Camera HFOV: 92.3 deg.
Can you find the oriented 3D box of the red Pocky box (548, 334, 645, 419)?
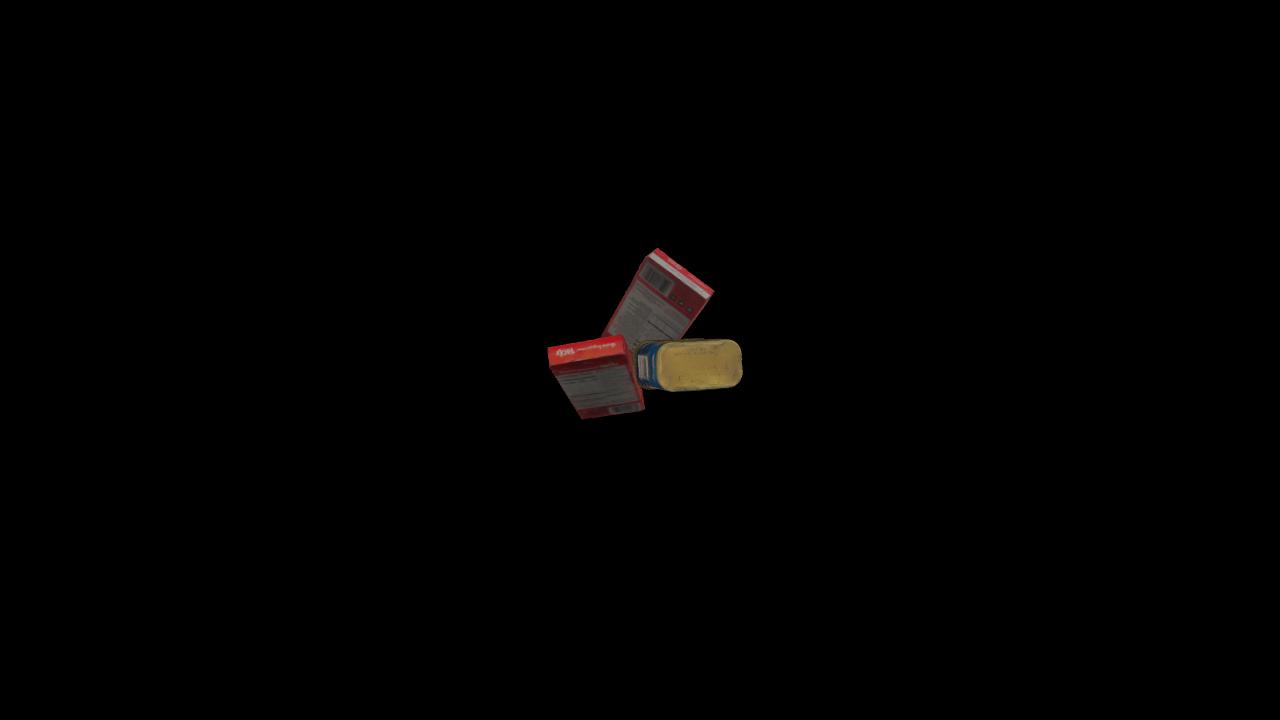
[{"bbox_3d":[-0.045,0.023,0.696,0.083,0.028,0.155,-8,-27,4],"label":"red Pocky box"}]

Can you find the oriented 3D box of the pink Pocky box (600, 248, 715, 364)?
[{"bbox_3d":[0.016,-0.051,0.731,0.029,0.084,0.155,-48,-6,-44],"label":"pink Pocky box"}]

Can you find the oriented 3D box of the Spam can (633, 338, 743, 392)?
[{"bbox_3d":[0.052,0.005,0.681,0.101,0.058,0.085,-4,2,-16],"label":"Spam can"}]
